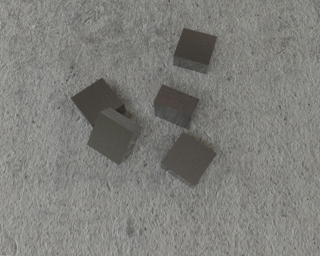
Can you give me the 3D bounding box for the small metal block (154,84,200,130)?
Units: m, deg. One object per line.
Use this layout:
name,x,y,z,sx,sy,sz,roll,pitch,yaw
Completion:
small metal block,0.021,-0.026,0.404,0.050,0.050,0.025,23,72,8

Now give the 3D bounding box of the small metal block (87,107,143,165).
small metal block,-0.057,0.010,0.390,0.050,0.025,0.050,31,115,10

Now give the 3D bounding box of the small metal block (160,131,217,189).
small metal block,0.036,0.041,0.393,0.050,0.025,0.050,34,73,11

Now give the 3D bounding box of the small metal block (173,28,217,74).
small metal block,0.051,-0.112,0.449,0.050,0.025,0.050,17,71,6

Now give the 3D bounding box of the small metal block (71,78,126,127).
small metal block,-0.083,-0.031,0.419,0.050,0.025,0.050,-36,74,-12
